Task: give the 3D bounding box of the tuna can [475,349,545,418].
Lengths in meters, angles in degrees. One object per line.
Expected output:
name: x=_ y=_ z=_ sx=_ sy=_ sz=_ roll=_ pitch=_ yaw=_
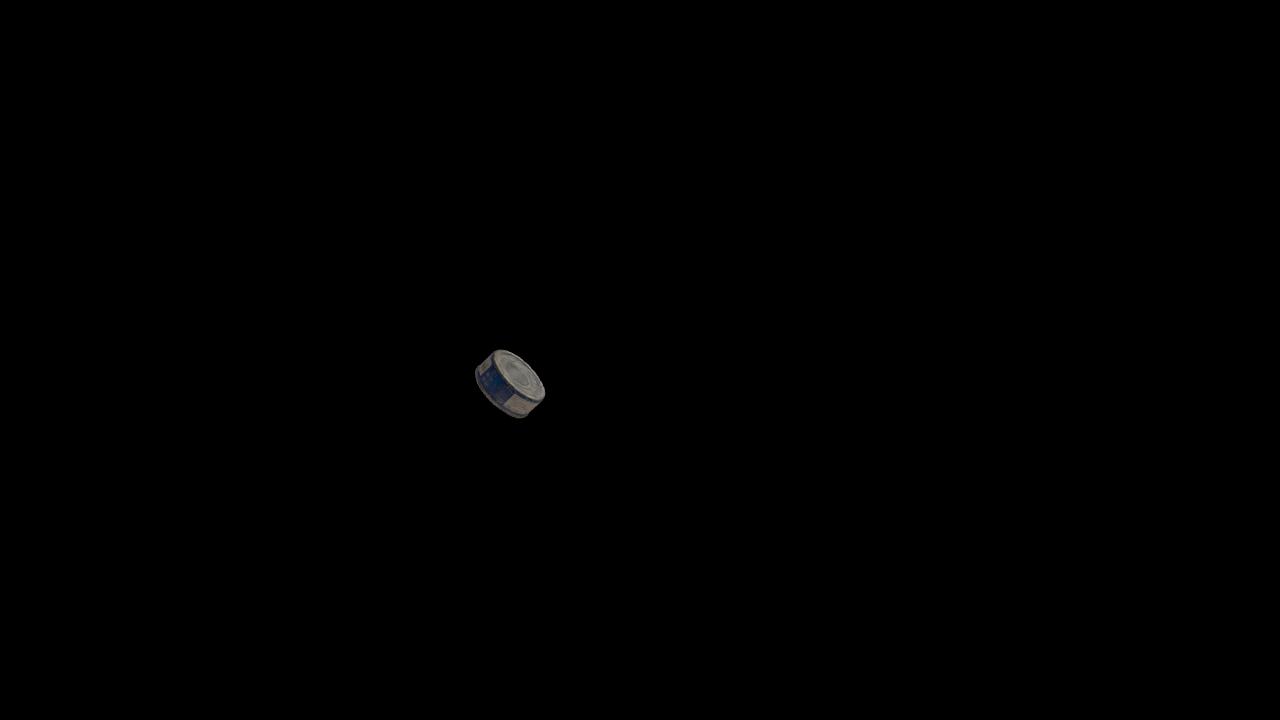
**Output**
tuna can: x=-0.155 y=0.027 z=0.741 sx=0.034 sy=0.084 sz=0.084 roll=-42 pitch=-13 yaw=14
